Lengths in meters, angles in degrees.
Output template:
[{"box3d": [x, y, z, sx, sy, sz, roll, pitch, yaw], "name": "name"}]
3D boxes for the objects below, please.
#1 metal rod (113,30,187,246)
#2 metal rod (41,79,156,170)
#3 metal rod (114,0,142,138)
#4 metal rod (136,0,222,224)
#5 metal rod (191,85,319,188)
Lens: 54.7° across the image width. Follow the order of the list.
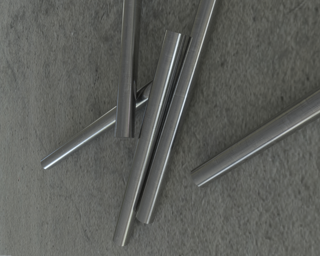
[{"box3d": [-0.019, 0.026, 0.404, 0.025, 0.025, 0.298, 29, 112, 36], "name": "metal rod"}, {"box3d": [-0.103, 0.004, 0.487, 0.299, 0.025, 0.025, -30, 72, 35], "name": "metal rod"}, {"box3d": [-0.039, -0.136, 0.414, 0.025, 0.025, 0.298, -2, 82, 39], "name": "metal rod"}, {"box3d": [0.020, -0.017, 0.386, 0.025, 0.025, 0.298, 26, 106, 36], "name": "metal rod"}, {"box3d": [0.143, -0.022, 0.286, 0.299, 0.025, 0.025, -40, 66, 32], "name": "metal rod"}]
